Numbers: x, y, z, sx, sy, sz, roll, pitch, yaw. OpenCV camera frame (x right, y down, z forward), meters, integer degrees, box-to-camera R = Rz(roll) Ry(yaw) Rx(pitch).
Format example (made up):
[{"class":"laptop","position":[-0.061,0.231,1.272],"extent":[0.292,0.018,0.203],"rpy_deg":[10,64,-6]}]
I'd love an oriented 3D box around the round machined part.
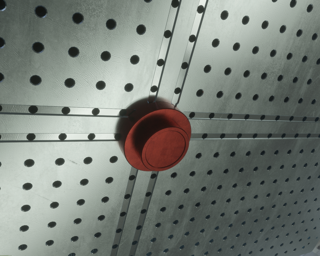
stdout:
[{"class":"round machined part","position":[-0.001,0.018,0.410],"extent":[0.099,0.042,0.097],"rpy_deg":[-14,124,-21]}]
